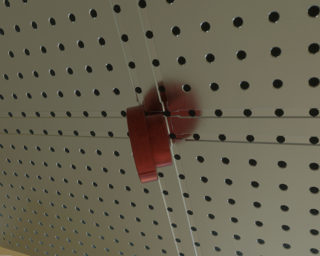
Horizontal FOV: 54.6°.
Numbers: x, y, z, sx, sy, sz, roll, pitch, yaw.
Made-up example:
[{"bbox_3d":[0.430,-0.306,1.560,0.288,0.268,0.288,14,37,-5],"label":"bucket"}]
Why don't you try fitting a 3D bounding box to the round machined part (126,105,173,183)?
[{"bbox_3d":[-0.011,0.018,0.394,0.042,0.098,0.097,-12,117,-1],"label":"round machined part"}]
